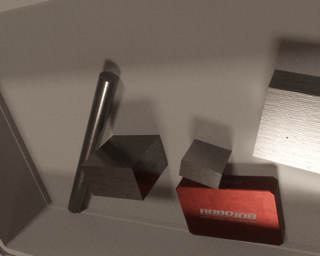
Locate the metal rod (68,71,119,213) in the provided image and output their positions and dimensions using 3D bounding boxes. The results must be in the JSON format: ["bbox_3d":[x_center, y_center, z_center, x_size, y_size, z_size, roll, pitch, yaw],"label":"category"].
[{"bbox_3d":[-0.113,0.042,0.491,0.025,0.025,0.298,30,128,8],"label":"metal rod"}]

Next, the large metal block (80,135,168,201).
[{"bbox_3d":[-0.046,0.051,0.427,0.080,0.080,0.050,-1,118,28],"label":"large metal block"}]

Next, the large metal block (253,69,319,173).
[{"bbox_3d":[0.146,-0.006,0.312,0.080,0.050,0.079,14,124,19],"label":"large metal block"}]

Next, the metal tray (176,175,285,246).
[{"bbox_3d":[0.095,0.109,0.422,0.130,0.030,0.089,-3,117,29],"label":"metal tray"}]

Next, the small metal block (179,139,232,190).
[{"bbox_3d":[0.058,0.044,0.388,0.050,0.050,0.025,18,125,17],"label":"small metal block"}]
